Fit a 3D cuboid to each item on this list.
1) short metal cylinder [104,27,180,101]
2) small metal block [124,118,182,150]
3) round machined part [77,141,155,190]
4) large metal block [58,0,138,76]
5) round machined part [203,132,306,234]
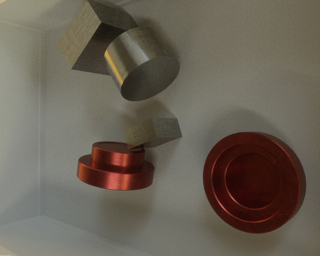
[{"bbox_3d":[-0.023,-0.078,0.388,0.080,0.081,0.050,-44,64,31],"label":"short metal cylinder"},{"bbox_3d":[-0.009,0.007,0.396,0.050,0.050,0.025,-24,75,37],"label":"small metal block"},{"bbox_3d":[-0.056,0.044,0.403,0.098,0.099,0.042,14,99,39],"label":"round machined part"},{"bbox_3d":[-0.082,-0.123,0.436,0.080,0.081,0.050,-46,63,30],"label":"large metal block"},{"bbox_3d":[0.097,0.052,0.315,0.098,0.042,0.097,0,90,39],"label":"round machined part"}]
